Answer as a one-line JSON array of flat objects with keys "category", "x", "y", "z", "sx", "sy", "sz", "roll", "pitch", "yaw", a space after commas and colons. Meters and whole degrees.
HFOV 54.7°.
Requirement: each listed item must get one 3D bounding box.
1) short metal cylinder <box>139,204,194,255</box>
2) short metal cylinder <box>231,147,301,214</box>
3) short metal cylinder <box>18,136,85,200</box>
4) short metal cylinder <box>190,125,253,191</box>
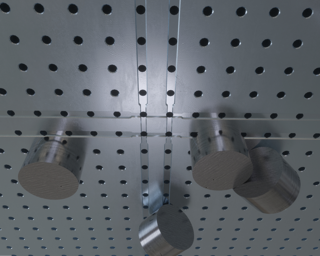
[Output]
[{"category": "short metal cylinder", "x": 0.011, "y": 0.178, "z": 0.527, "sx": 0.080, "sy": 0.080, "sz": 0.050, "roll": 30, "pitch": 124, "yaw": -23}, {"category": "short metal cylinder", "x": 0.148, "y": 0.074, "z": 0.440, "sx": 0.080, "sy": 0.080, "sz": 0.050, "roll": -35, "pitch": 122, "yaw": 25}, {"category": "short metal cylinder", "x": -0.152, "y": 0.058, "z": 0.443, "sx": 0.081, "sy": 0.050, "sz": 0.079, "roll": 0, "pitch": 130, "yaw": 0}, {"category": "short metal cylinder", "x": 0.083, "y": 0.042, "z": 0.432, "sx": 0.081, "sy": 0.050, "sz": 0.079, "roll": 0, "pitch": 130, "yaw": 0}]
